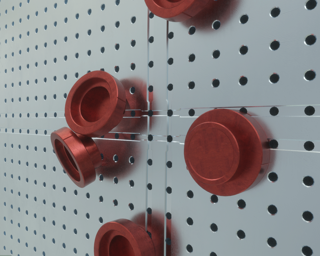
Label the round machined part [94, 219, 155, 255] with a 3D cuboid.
[{"bbox_3d":[-0.046,0.177,0.437,0.098,0.042,0.097,0,90,40],"label":"round machined part"}]

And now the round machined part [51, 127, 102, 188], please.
[{"bbox_3d":[-0.128,0.041,0.488,0.098,0.042,0.097,35,141,35],"label":"round machined part"}]

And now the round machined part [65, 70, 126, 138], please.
[{"bbox_3d":[-0.091,-0.033,0.463,0.098,0.042,0.098,-9,71,27],"label":"round machined part"}]

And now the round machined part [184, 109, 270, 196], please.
[{"bbox_3d":[0.066,0.027,0.345,0.098,0.042,0.097,0,90,40],"label":"round machined part"}]

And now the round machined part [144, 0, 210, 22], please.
[{"bbox_3d":[0.029,-0.178,0.376,0.098,0.042,0.097,0,90,40],"label":"round machined part"}]
